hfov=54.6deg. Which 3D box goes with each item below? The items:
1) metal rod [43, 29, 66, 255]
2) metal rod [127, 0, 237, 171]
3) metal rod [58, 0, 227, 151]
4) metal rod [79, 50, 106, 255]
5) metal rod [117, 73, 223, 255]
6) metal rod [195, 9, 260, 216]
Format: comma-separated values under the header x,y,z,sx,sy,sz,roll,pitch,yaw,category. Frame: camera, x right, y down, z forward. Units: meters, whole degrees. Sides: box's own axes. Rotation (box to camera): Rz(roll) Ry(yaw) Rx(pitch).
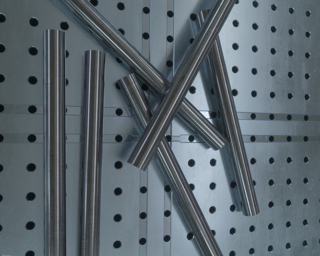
x,y,z,sx,sy,sz,roll,pitch,yaw,category
-0.124,0.037,0.366,0.025,0.025,0.298,0,90,-20,metal rod
0.041,-0.083,0.399,0.025,0.025,0.300,31,80,-17,metal rod
-0.020,-0.076,0.404,0.300,0.025,0.025,43,77,-15,metal rod
-0.084,0.056,0.381,0.025,0.025,0.298,2,89,-20,metal rod
0.021,0.067,0.420,0.025,0.025,0.299,-29,100,-18,metal rod
0.099,-0.018,0.448,0.025,0.025,0.299,-16,96,-19,metal rod
